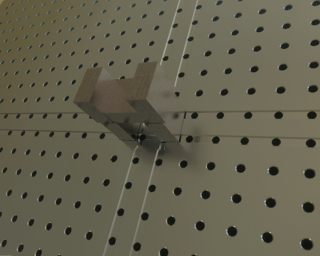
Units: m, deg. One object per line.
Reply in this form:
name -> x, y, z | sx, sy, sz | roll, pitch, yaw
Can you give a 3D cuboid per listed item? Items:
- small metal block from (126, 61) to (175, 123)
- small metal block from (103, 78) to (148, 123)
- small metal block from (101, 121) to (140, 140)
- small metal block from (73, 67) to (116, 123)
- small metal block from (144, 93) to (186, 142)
small metal block -> -0.009, -0.040, 0.354 | 0.025, 0.050, 0.050 | 1, 62, 29
small metal block -> -0.036, -0.034, 0.383 | 0.050, 0.025, 0.050 | 1, 62, 28
small metal block -> -0.050, -0.017, 0.426 | 0.025, 0.050, 0.050 | 1, 62, 28
small metal block -> -0.075, -0.040, 0.389 | 0.025, 0.050, 0.050 | 1, 62, 29
small metal block -> 0.008, -0.016, 0.396 | 0.025, 0.050, 0.050 | -1, 62, 28
